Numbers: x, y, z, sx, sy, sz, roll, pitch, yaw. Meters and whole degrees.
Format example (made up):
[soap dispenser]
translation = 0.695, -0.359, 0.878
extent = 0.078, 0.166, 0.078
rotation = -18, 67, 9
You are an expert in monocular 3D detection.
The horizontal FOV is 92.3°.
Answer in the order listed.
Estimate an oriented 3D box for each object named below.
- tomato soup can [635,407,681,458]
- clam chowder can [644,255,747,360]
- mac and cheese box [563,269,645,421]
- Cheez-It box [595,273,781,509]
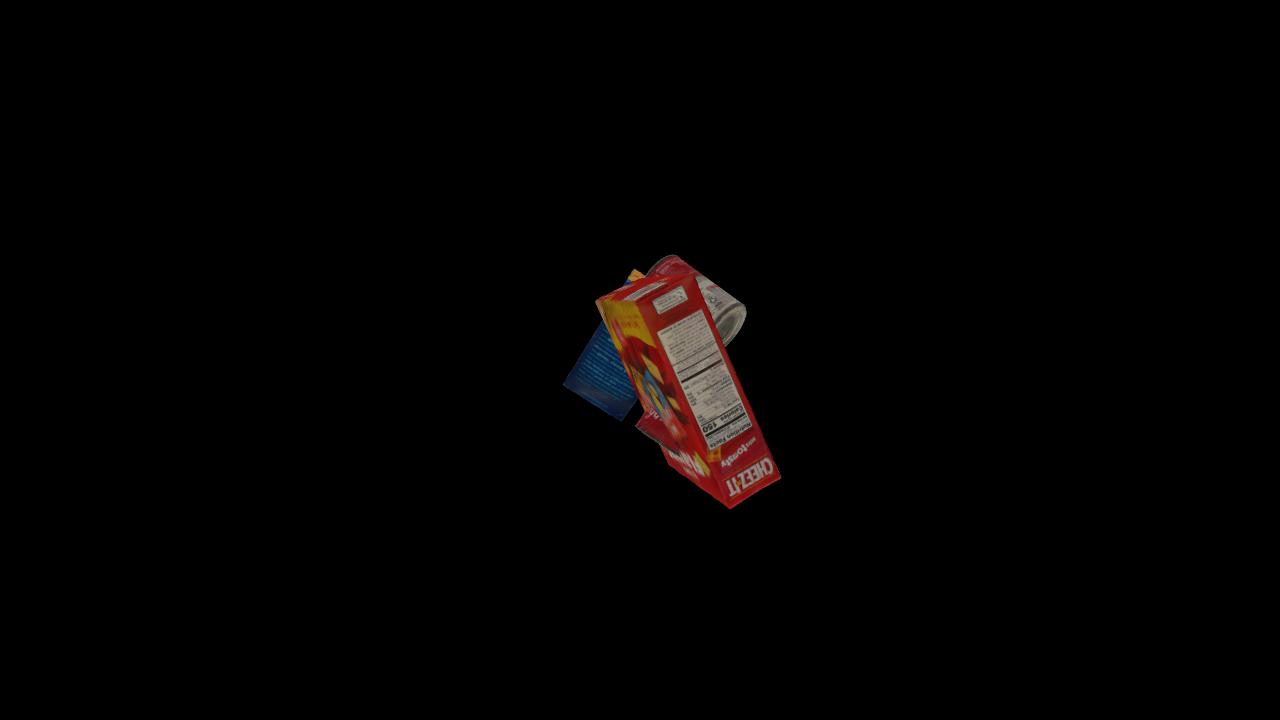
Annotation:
[tomato soup can]
translation = 0.050, 0.048, 0.669
extent = 0.068, 0.101, 0.068
rotation = 34, -2, 1
[clam chowder can]
translation = 0.057, -0.061, 0.674
extent = 0.102, 0.068, 0.068
rotation = 40, 21, 26
[mac and cheese box]
translation = -0.015, -0.013, 0.757
extent = 0.093, 0.184, 0.041
rotation = 33, 35, -3
[Cheez-It box]
translation = 0.042, 0.025, 0.638
extent = 0.071, 0.223, 0.166
rotation = -27, 12, -13
